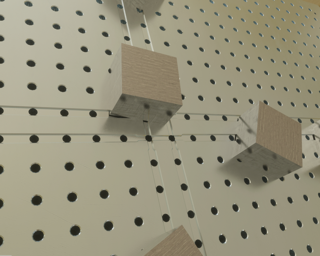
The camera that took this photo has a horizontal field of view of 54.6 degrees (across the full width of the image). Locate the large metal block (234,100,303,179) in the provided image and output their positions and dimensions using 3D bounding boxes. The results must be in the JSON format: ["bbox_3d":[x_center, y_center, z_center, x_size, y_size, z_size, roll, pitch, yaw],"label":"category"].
[{"bbox_3d":[0.164,0.018,0.468,0.080,0.050,0.080,27,52,-12],"label":"large metal block"}]

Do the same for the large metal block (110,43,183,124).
[{"bbox_3d":[-0.021,-0.058,0.416,0.081,0.050,0.080,9,58,-23],"label":"large metal block"}]

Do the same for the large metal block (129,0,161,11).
[{"bbox_3d":[-0.030,-0.260,0.534,0.080,0.050,0.080,43,51,1],"label":"large metal block"}]

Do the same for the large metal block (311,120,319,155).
[{"bbox_3d":[0.329,0.026,0.552,0.081,0.050,0.080,15,56,-20],"label":"large metal block"}]

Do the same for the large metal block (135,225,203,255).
[{"bbox_3d":[0.006,0.156,0.300,0.081,0.050,0.080,-27,77,-37],"label":"large metal block"}]
